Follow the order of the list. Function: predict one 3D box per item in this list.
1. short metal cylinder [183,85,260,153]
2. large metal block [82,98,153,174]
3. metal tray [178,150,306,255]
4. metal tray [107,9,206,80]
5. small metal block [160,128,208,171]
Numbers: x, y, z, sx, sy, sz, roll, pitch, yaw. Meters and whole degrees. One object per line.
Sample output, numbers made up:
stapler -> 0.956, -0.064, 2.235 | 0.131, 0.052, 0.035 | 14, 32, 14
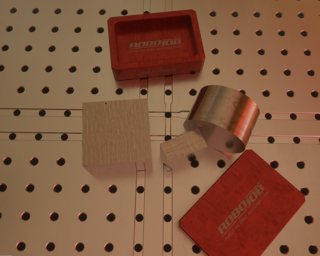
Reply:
short metal cylinder -> 0.076, -0.010, 0.387 | 0.080, 0.080, 0.050 | 24, 72, 8
large metal block -> -0.053, 0.012, 0.394 | 0.081, 0.050, 0.080 | -4, 70, -2
metal tray -> 0.097, 0.101, 0.373 | 0.090, 0.030, 0.130 | 43, 75, 14
metal tray -> -0.007, -0.122, 0.453 | 0.131, 0.030, 0.090 | -7, 70, -3
small metal block -> 0.028, 0.028, 0.388 | 0.050, 0.050, 0.025 | -22, 72, -8
